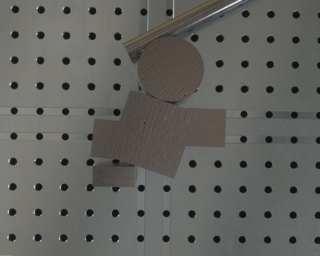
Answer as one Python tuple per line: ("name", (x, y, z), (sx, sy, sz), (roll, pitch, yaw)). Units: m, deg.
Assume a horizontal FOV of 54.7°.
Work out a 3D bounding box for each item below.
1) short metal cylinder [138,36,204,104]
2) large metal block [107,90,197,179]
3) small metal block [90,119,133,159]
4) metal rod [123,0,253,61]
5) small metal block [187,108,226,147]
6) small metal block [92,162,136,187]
("short metal cylinder", (0.012, -0.070, 0.398), (0.081, 0.050, 0.080), (0, 87, -3))
("large metal block", (-0.009, 0.007, 0.376), (0.080, 0.050, 0.080), (19, 90, -1))
("small metal block", (-0.062, 0.015, 0.413), (0.050, 0.025, 0.050), (6, 90, -1))
("metal rod", (0.091, -0.169, 0.414), (0.301, 0.025, 0.025), (-27, 90, -1))
("small metal block", (0.060, 0.000, 0.414), (0.050, 0.025, 0.050), (2, 90, -1))
("small metal block", (-0.057, 0.059, 0.400), (0.050, 0.050, 0.025), (1, 90, -1))
